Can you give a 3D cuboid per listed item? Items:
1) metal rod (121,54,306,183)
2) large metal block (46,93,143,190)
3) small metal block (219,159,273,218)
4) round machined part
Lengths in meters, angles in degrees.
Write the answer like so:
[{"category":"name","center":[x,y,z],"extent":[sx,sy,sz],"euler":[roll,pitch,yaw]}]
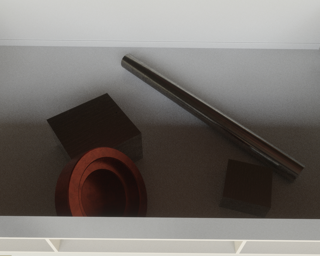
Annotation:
[{"category":"metal rod","center":[0.055,-0.027,0.428],"extent":[0.300,0.025,0.025],"euler":[37,59,26]},{"category":"large metal block","center":[-0.077,0.014,0.376],"extent":[0.081,0.050,0.080],"euler":[-28,56,-22]},{"category":"small metal block","center":[0.097,0.067,0.350],"extent":[0.050,0.025,0.050],"euler":[12,51,9]},{"category":"round machined part","center":[-0.062,0.071,0.310],"extent":[0.042,0.098,0.098],"euler":[-22,38,37]}]
